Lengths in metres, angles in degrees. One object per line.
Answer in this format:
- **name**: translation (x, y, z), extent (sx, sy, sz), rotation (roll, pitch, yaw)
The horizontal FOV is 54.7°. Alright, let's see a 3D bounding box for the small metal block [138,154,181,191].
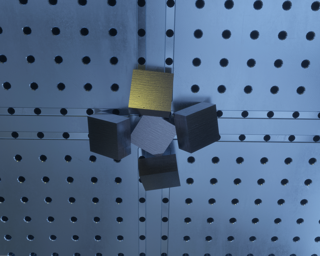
- **small metal block**: translation (0.000, 0.062, 0.423), extent (0.050, 0.025, 0.050), rotation (-8, 146, 3)

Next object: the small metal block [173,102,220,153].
- **small metal block**: translation (0.048, -0.002, 0.401), extent (0.050, 0.025, 0.050), rotation (-22, 113, -30)

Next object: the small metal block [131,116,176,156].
- **small metal block**: translation (-0.009, 0.005, 0.415), extent (0.050, 0.025, 0.050), rotation (30, 107, -11)

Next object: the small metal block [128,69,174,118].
- **small metal block**: translation (-0.011, -0.042, 0.384), extent (0.050, 0.025, 0.050), rotation (6, 74, -3)

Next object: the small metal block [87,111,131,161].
- **small metal block**: translation (-0.066, 0.009, 0.404), extent (0.050, 0.025, 0.050), rotation (13, 114, 32)
